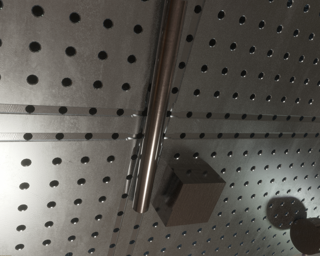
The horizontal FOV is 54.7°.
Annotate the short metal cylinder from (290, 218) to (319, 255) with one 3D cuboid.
[{"bbox_3d":[0.360,0.256,0.735,0.050,0.080,0.079,5,116,-31],"label":"short metal cylinder"}]

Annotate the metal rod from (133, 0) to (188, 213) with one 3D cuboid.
[{"bbox_3d":[-0.006,-0.010,0.403,0.025,0.025,0.298,-5,121,-27],"label":"metal rod"}]

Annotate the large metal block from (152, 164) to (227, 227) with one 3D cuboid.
[{"bbox_3d":[0.044,0.104,0.486,0.081,0.050,0.079,5,116,-31],"label":"large metal block"}]
